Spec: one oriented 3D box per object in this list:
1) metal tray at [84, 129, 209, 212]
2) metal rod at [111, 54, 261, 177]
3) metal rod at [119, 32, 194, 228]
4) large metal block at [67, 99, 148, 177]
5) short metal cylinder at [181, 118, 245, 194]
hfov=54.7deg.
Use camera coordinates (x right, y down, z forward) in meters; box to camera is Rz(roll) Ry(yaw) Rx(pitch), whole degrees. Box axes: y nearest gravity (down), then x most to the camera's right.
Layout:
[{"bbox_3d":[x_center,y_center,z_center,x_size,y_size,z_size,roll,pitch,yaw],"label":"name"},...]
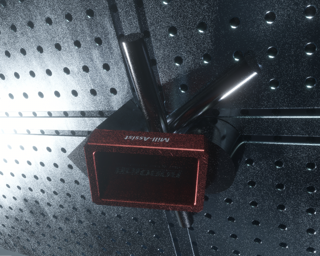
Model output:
[{"bbox_3d":[-0.014,0.050,0.353,0.131,0.030,0.089,3,122,5],"label":"metal tray"},{"bbox_3d":[0.004,0.006,0.412,0.025,0.025,0.299,47,129,-6],"label":"metal rod"},{"bbox_3d":[0.006,0.027,0.394,0.025,0.025,0.298,4,130,26],"label":"metal rod"},{"bbox_3d":[-0.065,0.018,0.418,0.050,0.080,0.080,47,129,-5],"label":"large metal block"},{"bbox_3d":[0.059,0.034,0.383,0.080,0.050,0.079,13,124,20],"label":"short metal cylinder"}]
